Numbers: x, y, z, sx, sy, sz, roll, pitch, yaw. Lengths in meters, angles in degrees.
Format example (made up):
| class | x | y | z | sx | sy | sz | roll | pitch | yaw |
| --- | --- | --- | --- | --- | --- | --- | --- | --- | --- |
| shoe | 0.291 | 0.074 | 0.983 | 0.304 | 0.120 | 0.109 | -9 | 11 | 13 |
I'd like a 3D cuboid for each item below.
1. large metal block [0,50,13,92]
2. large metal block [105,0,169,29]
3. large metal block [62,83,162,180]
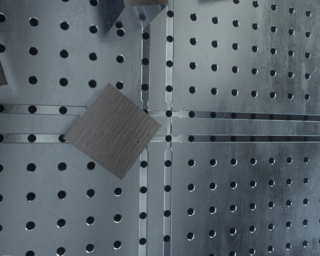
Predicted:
| class | x | y | z | sx | sy | sz | roll | pitch | yaw |
| --- | --- | --- | --- | --- | --- | --- | --- | --- | --- |
| large metal block | -0.210 | -0.071 | 0.322 | 0.081 | 0.050 | 0.080 | -18 | 96 | -19 |
| large metal block | -0.035 | -0.172 | 0.370 | 0.050 | 0.080 | 0.080 | -12 | 94 | -20 |
| large metal block | -0.060 | 0.004 | 0.377 | 0.080 | 0.050 | 0.080 | 39 | 78 | -16 |
